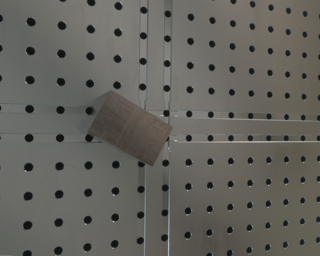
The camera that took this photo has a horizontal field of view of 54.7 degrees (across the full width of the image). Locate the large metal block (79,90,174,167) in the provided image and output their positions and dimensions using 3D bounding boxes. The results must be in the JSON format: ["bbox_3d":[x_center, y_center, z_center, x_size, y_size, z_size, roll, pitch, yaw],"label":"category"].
[{"bbox_3d":[-0.043,0.001,0.368,0.080,0.080,0.050,31,80,-18],"label":"large metal block"}]
